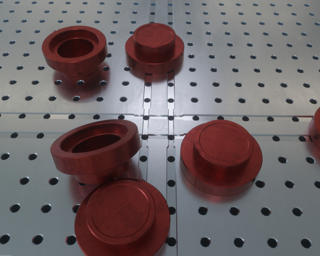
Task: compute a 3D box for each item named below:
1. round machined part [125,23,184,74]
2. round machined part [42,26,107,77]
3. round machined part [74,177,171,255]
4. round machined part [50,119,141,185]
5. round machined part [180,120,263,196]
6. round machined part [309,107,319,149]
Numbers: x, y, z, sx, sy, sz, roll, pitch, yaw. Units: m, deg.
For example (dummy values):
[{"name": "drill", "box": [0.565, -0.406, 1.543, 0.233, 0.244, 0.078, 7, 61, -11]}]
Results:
[{"name": "round machined part", "box": [-0.009, -0.137, 0.512, 0.099, 0.042, 0.098, 0, 50, 0]}, {"name": "round machined part", "box": [-0.133, -0.119, 0.496, 0.099, 0.042, 0.098, 0, 50, 0]}, {"name": "round machined part", "box": [-0.038, 0.093, 0.319, 0.099, 0.042, 0.098, 0, 50, 0]}, {"name": "round machined part", "box": [-0.070, 0.028, 0.355, 0.098, 0.042, 0.098, -9, 22, 4]}, {"name": "round machined part", "box": [0.074, 0.028, 0.373, 0.099, 0.042, 0.098, 0, 50, 0]}, {"name": "round machined part", "box": [0.251, -0.001, 0.399, 0.099, 0.042, 0.098, 0, 50, 0]}]
